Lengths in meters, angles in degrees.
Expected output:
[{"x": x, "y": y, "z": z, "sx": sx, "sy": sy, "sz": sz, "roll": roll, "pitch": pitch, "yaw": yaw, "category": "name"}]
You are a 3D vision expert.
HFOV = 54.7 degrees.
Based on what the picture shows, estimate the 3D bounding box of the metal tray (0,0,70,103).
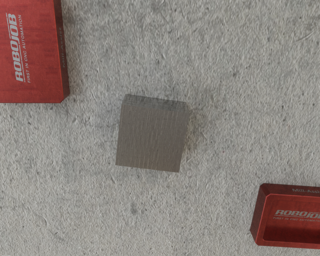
[{"x": -0.162, "y": -0.096, "z": 0.370, "sx": 0.091, "sy": 0.030, "sz": 0.129, "roll": 0, "pitch": 110, "yaw": -1, "category": "metal tray"}]

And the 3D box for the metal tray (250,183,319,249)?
[{"x": 0.209, "y": 0.132, "z": 0.458, "sx": 0.131, "sy": 0.030, "sz": 0.089, "roll": 4, "pitch": 110, "yaw": -2, "category": "metal tray"}]

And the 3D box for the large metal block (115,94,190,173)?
[{"x": -0.011, "y": 0.006, "z": 0.399, "sx": 0.081, "sy": 0.050, "sz": 0.079, "roll": 7, "pitch": 110, "yaw": -3, "category": "large metal block"}]
